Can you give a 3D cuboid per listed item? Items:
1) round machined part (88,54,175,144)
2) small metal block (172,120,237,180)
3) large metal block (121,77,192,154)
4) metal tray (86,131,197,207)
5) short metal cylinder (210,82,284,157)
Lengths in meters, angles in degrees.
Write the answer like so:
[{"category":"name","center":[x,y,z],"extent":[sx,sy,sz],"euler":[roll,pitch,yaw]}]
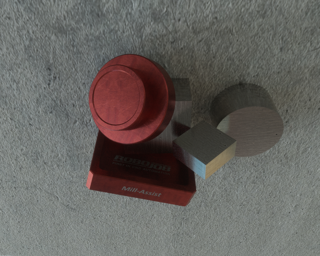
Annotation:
[{"category":"round machined part","center":[-0.037,-0.031,0.333],"extent":[0.098,0.098,0.042],"euler":[-30,169,22]},{"category":"small metal block","center":[0.050,0.023,0.353],"extent":[0.050,0.050,0.025],"euler":[-33,139,-27]},{"category":"large metal block","center":[-0.004,-0.014,0.381],"extent":[0.080,0.050,0.079],"euler":[-1,130,1]},{"category":"metal tray","center":[-0.022,0.047,0.405],"extent":[0.131,0.090,0.030],"euler":[13,129,-11]},{"category":"short metal cylinder","center":[0.105,-0.010,0.386],"extent":[0.081,0.050,0.079],"euler":[0,130,0]}]
